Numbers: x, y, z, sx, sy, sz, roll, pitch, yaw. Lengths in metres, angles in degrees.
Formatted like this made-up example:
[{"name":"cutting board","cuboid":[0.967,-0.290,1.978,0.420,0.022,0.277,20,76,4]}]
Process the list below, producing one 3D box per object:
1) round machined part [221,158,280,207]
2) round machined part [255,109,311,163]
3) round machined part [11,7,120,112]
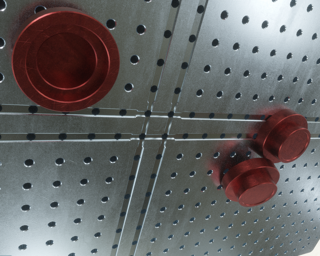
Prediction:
[{"name":"round machined part","cuboid":[0.159,0.099,0.530,0.099,0.042,0.097,-9,135,-9]},{"name":"round machined part","cuboid":[0.215,0.021,0.529,0.099,0.042,0.097,-14,124,-21]},{"name":"round machined part","cuboid":[-0.093,-0.069,0.306,0.099,0.042,0.097,-14,124,-21]}]
